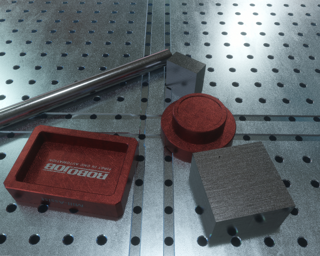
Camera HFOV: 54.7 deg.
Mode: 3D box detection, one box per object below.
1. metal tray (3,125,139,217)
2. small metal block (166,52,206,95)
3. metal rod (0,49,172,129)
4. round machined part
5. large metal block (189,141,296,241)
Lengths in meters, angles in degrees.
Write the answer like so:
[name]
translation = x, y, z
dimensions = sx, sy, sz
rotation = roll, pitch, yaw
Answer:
[metal tray]
translation = -0.098, 0.047, 0.363
dimensions = 0.131, 0.030, 0.090
rotation = 8, 50, 6
[small metal block]
translation = 0.037, -0.077, 0.457
dimensions = 0.050, 0.050, 0.025
rotation = 29, 56, 22
[metal rod]
translation = -0.114, -0.058, 0.454
dimensions = 0.302, 0.025, 0.025
rotation = -25, 55, -20
[round machined part]
translation = 0.050, -0.008, 0.404
dimensions = 0.099, 0.042, 0.098
rotation = 0, 50, 0
[large metal block]
translation = 0.083, 0.067, 0.336
dimensions = 0.081, 0.050, 0.080
rotation = -9, 51, -8
